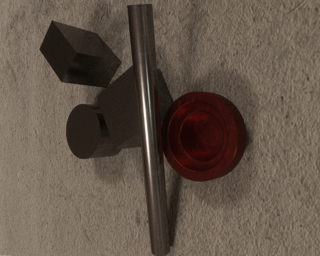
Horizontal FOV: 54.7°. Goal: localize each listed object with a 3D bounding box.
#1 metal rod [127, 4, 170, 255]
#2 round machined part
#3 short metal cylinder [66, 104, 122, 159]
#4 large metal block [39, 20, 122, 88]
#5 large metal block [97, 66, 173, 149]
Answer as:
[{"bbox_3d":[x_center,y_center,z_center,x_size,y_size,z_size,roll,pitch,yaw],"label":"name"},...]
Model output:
[{"bbox_3d":[-0.010,0.018,0.355,0.025,0.025,0.298,12,115,39],"label":"metal rod"},{"bbox_3d":[0.052,0.009,0.350,0.098,0.042,0.097,0,90,39],"label":"round machined part"},{"bbox_3d":[-0.096,0.005,0.465,0.080,0.050,0.079,0,90,39],"label":"short metal cylinder"},{"bbox_3d":[-0.119,-0.108,0.465,0.080,0.081,0.050,51,120,27],"label":"large metal block"},{"bbox_3d":[-0.029,-0.026,0.411,0.080,0.050,0.080,-33,70,35],"label":"large metal block"}]
